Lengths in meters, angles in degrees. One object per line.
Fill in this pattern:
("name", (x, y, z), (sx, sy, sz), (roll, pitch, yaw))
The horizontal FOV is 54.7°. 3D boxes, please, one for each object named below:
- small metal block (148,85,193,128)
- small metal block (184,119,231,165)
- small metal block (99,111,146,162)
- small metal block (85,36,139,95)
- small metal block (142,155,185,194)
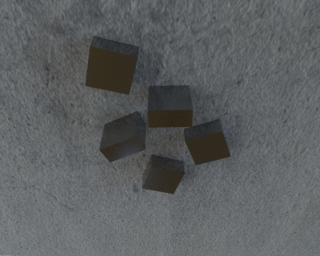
("small metal block", (0.012, -0.026, 0.369), (0.050, 0.050, 0.025), (-1, 130, 0))
("small metal block", (0.065, 0.020, 0.426), (0.050, 0.025, 0.050), (-16, 129, 13))
("small metal block", (-0.047, 0.011, 0.400), (0.050, 0.050, 0.025), (-21, 127, 16))
("small metal block", (-0.054, -0.069, 0.348), (0.050, 0.025, 0.050), (11, 129, -10))
("small metal block", (0.004, 0.071, 0.468), (0.050, 0.025, 0.050), (13, 129, -12))
